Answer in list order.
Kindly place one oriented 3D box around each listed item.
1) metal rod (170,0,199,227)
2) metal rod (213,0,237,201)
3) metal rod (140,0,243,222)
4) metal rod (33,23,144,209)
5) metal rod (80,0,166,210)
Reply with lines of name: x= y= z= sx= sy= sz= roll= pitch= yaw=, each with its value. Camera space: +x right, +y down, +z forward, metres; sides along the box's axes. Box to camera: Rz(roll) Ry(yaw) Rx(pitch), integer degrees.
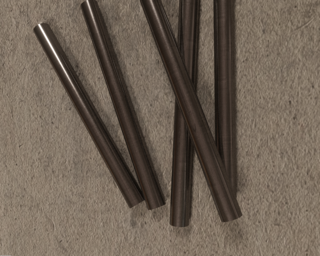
metal rod: x=0.031 y=-0.025 z=0.397 sx=0.025 sy=0.025 sz=0.298 roll=3 pitch=91 yaw=19
metal rod: x=0.079 y=-0.062 z=0.380 sx=0.025 sy=0.025 sz=0.298 roll=-1 pitch=90 yaw=19
metal rod: x=0.031 y=-0.037 z=0.369 sx=0.025 sy=0.025 sz=0.299 roll=-22 pitch=83 yaw=18
metal rod: x=-0.105 y=-0.024 z=0.444 sx=0.025 sy=0.025 sz=0.299 roll=-34 pitch=80 yaw=16
metal rod: x=-0.053 y=-0.036 z=0.426 sx=0.025 sy=0.025 sz=0.299 roll=-21 pitch=83 yaw=18
